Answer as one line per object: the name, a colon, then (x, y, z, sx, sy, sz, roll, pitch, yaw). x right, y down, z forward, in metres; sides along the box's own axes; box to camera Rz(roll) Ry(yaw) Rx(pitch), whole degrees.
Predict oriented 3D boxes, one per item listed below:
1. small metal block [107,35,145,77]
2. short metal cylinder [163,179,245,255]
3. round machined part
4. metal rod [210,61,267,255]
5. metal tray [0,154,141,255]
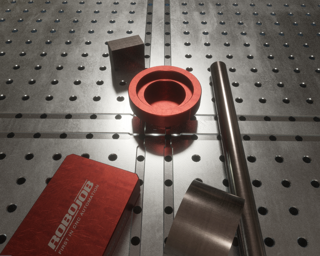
small metal block: (-0.052, -0.113, 0.486, 0.050, 0.050, 0.025, -17, 52, -14)
short metal cylinder: (0.042, 0.095, 0.292, 0.050, 0.080, 0.080, 20, 53, 15)
round machined part: (0.007, -0.039, 0.430, 0.099, 0.042, 0.098, 0, 51, 0)
metal rod: (0.091, 0.019, 0.392, 0.025, 0.025, 0.300, 0, 50, 0)
metal tray: (-0.086, 0.096, 0.323, 0.090, 0.030, 0.130, 16, 52, 12)
